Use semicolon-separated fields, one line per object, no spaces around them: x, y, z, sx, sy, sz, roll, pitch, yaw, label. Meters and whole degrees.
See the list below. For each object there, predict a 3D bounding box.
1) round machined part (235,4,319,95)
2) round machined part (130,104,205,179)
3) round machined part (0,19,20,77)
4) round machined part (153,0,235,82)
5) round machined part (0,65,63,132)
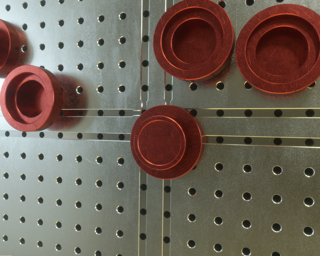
0.139;-0.086;0.355;0.098;0.042;0.097;0;90;19;round machined part
0.005;0.018;0.401;0.098;0.042;0.097;0;90;19;round machined part
-0.281;-0.133;0.500;0.098;0.042;0.097;0;90;19;round machined part
0.044;-0.106;0.387;0.098;0.042;0.097;0;90;19;round machined part
-0.187;-0.043;0.468;0.098;0.042;0.097;0;90;19;round machined part
